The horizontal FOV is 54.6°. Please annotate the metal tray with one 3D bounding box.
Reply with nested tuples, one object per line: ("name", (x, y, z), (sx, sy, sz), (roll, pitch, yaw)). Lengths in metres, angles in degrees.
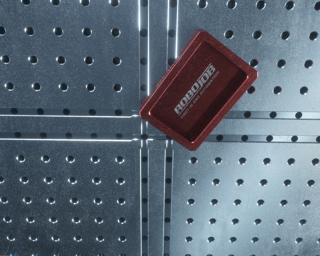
("metal tray", (0.046, -0.045, 0.394), (0.090, 0.030, 0.130), (34, 106, -12))
